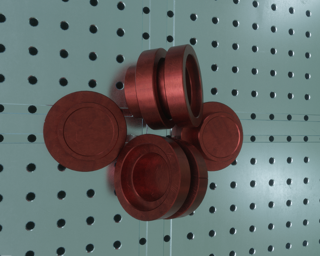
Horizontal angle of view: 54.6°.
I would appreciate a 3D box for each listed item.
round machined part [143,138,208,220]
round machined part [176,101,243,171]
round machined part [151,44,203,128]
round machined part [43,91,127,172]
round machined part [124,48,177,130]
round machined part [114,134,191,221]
[{"bbox_3d":[0.018,0.063,0.390,0.042,0.098,0.098,14,85,-51],"label":"round machined part"},{"bbox_3d":[0.075,0.012,0.431,0.099,0.042,0.097,0,90,-20],"label":"round machined part"},{"bbox_3d":[0.021,-0.048,0.374,0.042,0.098,0.097,-5,92,20],"label":"round machined part"},{"bbox_3d":[-0.087,0.004,0.371,0.099,0.042,0.097,0,90,-20],"label":"round machined part"},{"bbox_3d":[-0.011,-0.046,0.382,0.042,0.098,0.097,-5,92,20],"label":"round machined part"},{"bbox_3d":[-0.005,0.058,0.367,0.042,0.098,0.098,13,85,-52],"label":"round machined part"}]
